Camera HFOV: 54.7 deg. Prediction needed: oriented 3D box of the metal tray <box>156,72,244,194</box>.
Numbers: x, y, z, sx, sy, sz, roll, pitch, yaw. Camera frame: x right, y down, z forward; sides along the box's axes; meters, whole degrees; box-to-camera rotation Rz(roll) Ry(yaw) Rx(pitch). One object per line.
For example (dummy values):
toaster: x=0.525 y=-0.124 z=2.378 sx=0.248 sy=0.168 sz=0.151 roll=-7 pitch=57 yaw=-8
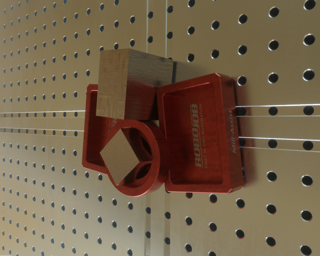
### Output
metal tray: x=0.044 y=0.009 z=0.364 sx=0.090 sy=0.030 sz=0.129 roll=-8 pitch=85 yaw=39

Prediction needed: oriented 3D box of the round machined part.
round machined part: x=-0.024 y=0.036 z=0.401 sx=0.098 sy=0.042 sz=0.097 roll=0 pitch=90 yaw=40

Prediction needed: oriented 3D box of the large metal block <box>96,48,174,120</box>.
large metal block: x=-0.031 y=-0.052 z=0.394 sx=0.050 sy=0.081 sz=0.079 roll=8 pitch=95 yaw=40

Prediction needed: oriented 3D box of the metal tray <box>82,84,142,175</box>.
metal tray: x=-0.073 y=0.002 z=0.461 sx=0.090 sy=0.030 sz=0.129 roll=8 pitch=95 yaw=39

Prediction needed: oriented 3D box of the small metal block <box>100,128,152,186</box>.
small metal block: x=-0.042 y=0.035 z=0.384 sx=0.050 sy=0.025 sz=0.050 roll=-47 pitch=62 yaw=30
